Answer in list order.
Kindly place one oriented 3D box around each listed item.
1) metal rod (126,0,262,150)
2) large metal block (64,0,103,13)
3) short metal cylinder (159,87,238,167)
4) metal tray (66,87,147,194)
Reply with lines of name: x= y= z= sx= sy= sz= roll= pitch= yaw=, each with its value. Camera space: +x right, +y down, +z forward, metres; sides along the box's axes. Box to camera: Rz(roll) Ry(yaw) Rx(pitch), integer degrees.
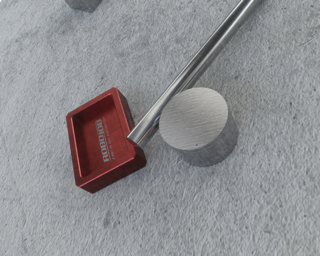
metal rod: x=0.059 y=-0.094 z=0.411 sx=0.025 sy=0.025 sz=0.300 roll=27 pitch=70 yaw=37
large metal block: x=-0.156 y=-0.294 z=0.647 sx=0.080 sy=0.050 sz=0.080 roll=27 pitch=76 yaw=37
short metal cylinder: x=0.046 y=0.000 z=0.363 sx=0.080 sy=0.050 sz=0.080 roll=-13 pitch=56 yaw=20
metal tray: x=-0.079 y=0.014 z=0.431 sx=0.090 sy=0.030 sz=0.130 roll=-28 pitch=52 yaw=9
